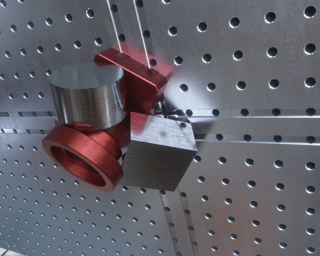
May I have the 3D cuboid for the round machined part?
[{"bbox_3d":[-0.084,0.029,0.365,0.098,0.042,0.098,24,150,15],"label":"round machined part"}]

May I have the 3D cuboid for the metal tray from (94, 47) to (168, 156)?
[{"bbox_3d":[-0.054,-0.030,0.417,0.090,0.030,0.129,30,128,8],"label":"metal tray"}]

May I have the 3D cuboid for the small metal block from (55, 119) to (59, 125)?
[{"bbox_3d":[-0.110,0.002,0.412,0.025,0.050,0.050,18,125,18],"label":"small metal block"}]

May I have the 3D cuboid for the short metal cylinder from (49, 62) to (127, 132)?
[{"bbox_3d":[-0.080,-0.038,0.353,0.080,0.080,0.050,13,124,21],"label":"short metal cylinder"}]

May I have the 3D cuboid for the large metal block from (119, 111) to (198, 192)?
[{"bbox_3d":[-0.009,0.032,0.395,0.081,0.050,0.079,11,129,-16],"label":"large metal block"}]
